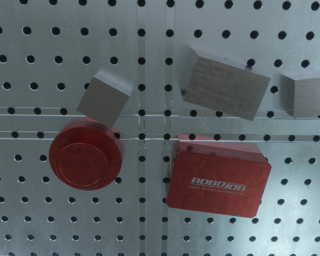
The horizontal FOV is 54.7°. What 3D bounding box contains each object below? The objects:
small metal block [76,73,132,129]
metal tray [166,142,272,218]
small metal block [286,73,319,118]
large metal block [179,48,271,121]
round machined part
[{"bbox_3d":[-0.072,-0.035,0.400,0.050,0.025,0.050,28,107,-11],"label":"small metal block"},{"bbox_3d":[0.080,0.075,0.440,0.131,0.030,0.089,8,110,-4],"label":"metal tray"},{"bbox_3d":[0.194,-0.043,0.401,0.050,0.025,0.050,-7,110,2],"label":"small metal block"},{"bbox_3d":[0.071,-0.054,0.365,0.080,0.080,0.050,16,109,-6],"label":"large metal block"},{"bbox_3d":[-0.101,0.044,0.419,0.099,0.042,0.097,0,110,-1],"label":"round machined part"}]
